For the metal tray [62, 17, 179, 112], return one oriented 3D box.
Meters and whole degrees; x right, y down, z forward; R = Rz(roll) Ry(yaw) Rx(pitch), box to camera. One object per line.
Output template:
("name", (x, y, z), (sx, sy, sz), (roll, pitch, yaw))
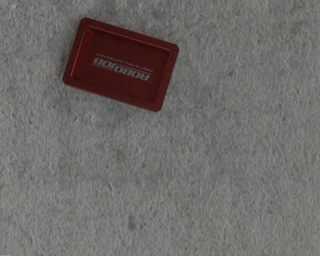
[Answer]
("metal tray", (-0.050, -0.081, 0.406), (0.131, 0.030, 0.090), (17, 90, -1))
